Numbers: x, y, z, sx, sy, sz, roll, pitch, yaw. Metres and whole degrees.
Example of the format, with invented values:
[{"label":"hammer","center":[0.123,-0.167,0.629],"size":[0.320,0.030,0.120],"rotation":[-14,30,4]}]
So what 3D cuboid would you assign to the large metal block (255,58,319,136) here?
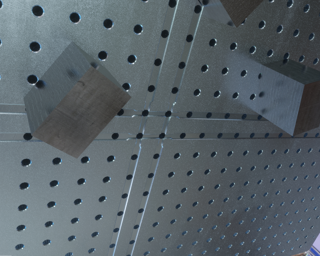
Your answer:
[{"label":"large metal block","center":[0.191,-0.047,0.454],"size":[0.050,0.080,0.079],"rotation":[-16,125,-20]}]

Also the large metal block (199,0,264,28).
[{"label":"large metal block","center":[0.079,-0.171,0.334],"size":[0.080,0.050,0.080],"rotation":[-46,130,4]}]

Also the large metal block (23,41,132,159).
[{"label":"large metal block","center":[-0.086,-0.030,0.311],"size":[0.080,0.080,0.050],"rotation":[-48,129,5]}]
